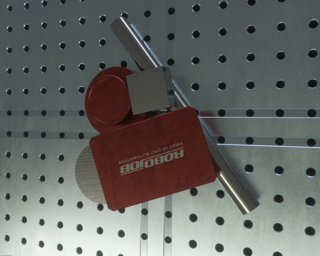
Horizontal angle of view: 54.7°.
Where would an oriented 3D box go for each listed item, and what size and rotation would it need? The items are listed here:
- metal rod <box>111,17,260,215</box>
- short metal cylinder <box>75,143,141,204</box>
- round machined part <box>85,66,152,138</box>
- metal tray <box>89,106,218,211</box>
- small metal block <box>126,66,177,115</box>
[{"bbox_3d":[0.026,-0.024,0.400,0.025,0.025,0.299,-38,78,16],"label":"metal rod"},{"bbox_3d":[-0.066,0.057,0.418,0.080,0.050,0.079,0,90,20],"label":"short metal cylinder"},{"bbox_3d":[-0.061,-0.035,0.420,0.098,0.042,0.097,0,90,21],"label":"round machined part"},{"bbox_3d":[-0.008,0.036,0.368,0.131,0.030,0.090,-18,84,6],"label":"metal tray"},{"bbox_3d":[-0.010,-0.046,0.387,0.050,0.025,0.050,-11,89,24],"label":"small metal block"}]
